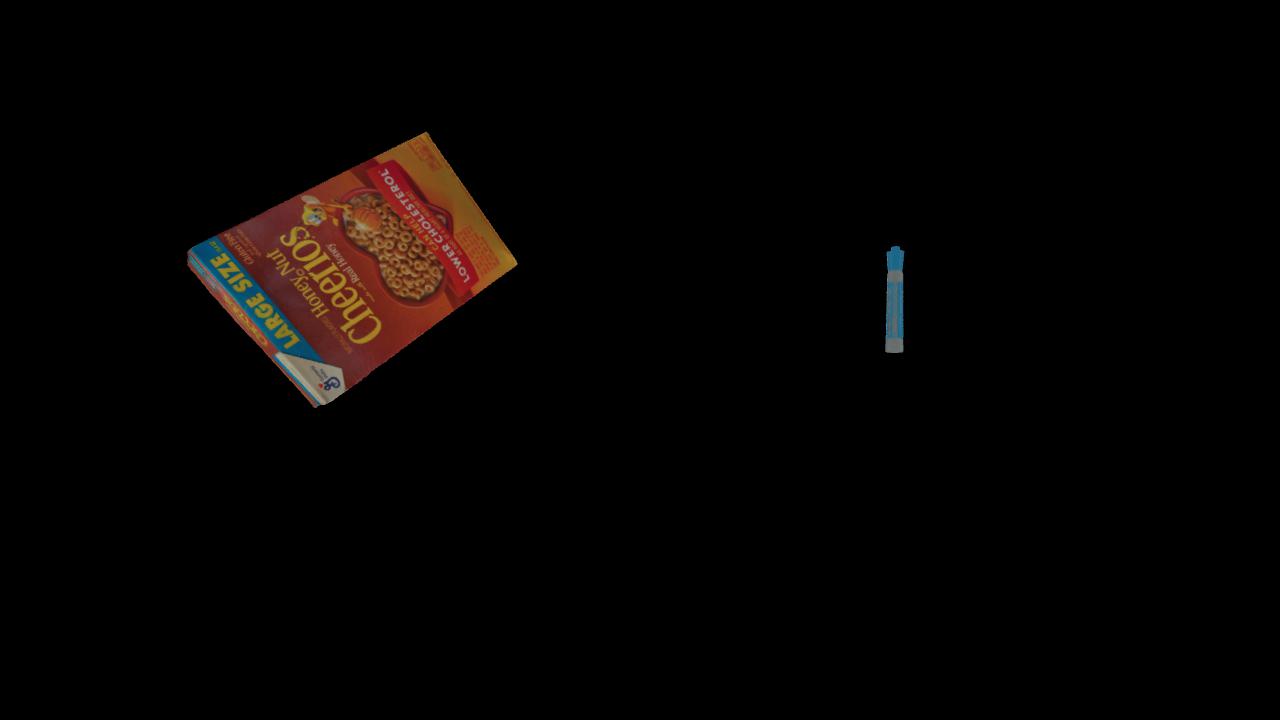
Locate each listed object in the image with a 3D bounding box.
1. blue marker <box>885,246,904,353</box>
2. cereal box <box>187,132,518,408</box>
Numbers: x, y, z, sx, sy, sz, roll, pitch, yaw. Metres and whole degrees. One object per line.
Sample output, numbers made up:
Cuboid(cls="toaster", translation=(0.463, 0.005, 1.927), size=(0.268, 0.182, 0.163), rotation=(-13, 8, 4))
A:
Cuboid(cls="blue marker", translation=(0.289, -0.069, 0.697), size=(0.020, 0.121, 0.020), rotation=(2, -4, 0))
Cuboid(cls="cereal box", translation=(-0.322, -0.114, 0.738), size=(0.081, 0.203, 0.306), rotation=(-11, 27, 50))
